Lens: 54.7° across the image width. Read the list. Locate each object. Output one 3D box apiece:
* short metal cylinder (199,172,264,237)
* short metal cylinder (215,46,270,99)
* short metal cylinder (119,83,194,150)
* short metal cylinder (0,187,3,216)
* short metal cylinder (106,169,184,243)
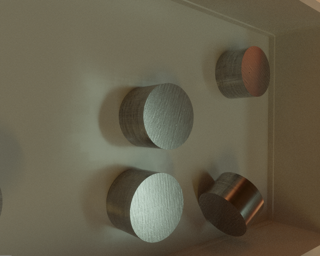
[{"bbox_3d":[0.106,0.113,0.462,0.050,0.080,0.080,-38,114,-34],"label":"short metal cylinder"},{"bbox_3d":[0.136,-0.089,0.507,0.081,0.050,0.079,0,90,-40],"label":"short metal cylinder"},{"bbox_3d":[-0.004,-0.014,0.389,0.081,0.050,0.079,0,90,-40],"label":"short metal cylinder"},{"bbox_3d":[-0.175,0.060,0.244,0.081,0.050,0.079,0,90,-40],"label":"short metal cylinder"},{"bbox_3d":[-0.018,0.092,0.378,0.081,0.050,0.079,0,90,-40],"label":"short metal cylinder"}]
